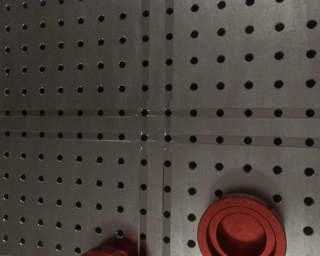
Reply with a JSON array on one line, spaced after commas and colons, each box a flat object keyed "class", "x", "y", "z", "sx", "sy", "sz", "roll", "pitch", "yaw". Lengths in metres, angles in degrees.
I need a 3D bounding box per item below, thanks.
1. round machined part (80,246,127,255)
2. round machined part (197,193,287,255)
[{"class": "round machined part", "x": -0.073, "y": 0.211, "z": 0.428, "sx": 0.098, "sy": 0.042, "sz": 0.097, "roll": 0, "pitch": 90, "yaw": 19}, {"class": "round machined part", "x": 0.097, "y": 0.126, "z": 0.369, "sx": 0.098, "sy": 0.042, "sz": 0.097, "roll": 0, "pitch": 90, "yaw": 19}]
